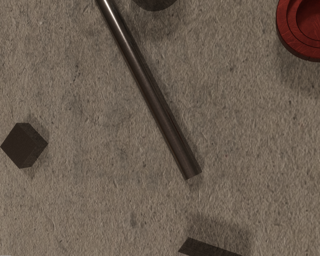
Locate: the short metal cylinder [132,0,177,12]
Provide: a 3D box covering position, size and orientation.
[{"bbox_3d":[-0.012,-0.199,0.399,0.080,0.050,0.079,0,90,19],"label":"short metal cylinder"}]

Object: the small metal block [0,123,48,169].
[{"bbox_3d":[-0.211,0.027,0.482,0.050,0.025,0.050,43,103,14],"label":"small metal block"}]

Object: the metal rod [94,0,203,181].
[{"bbox_3d":[-0.024,-0.071,0.416,0.025,0.025,0.299,-29,81,17],"label":"metal rod"}]

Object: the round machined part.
[{"bbox_3d":[0.178,-0.120,0.337,0.098,0.042,0.097,0,90,19],"label":"round machined part"}]

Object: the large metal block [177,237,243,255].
[{"bbox_3d":[0.058,0.192,0.375,0.080,0.050,0.079,13,94,19],"label":"large metal block"}]
